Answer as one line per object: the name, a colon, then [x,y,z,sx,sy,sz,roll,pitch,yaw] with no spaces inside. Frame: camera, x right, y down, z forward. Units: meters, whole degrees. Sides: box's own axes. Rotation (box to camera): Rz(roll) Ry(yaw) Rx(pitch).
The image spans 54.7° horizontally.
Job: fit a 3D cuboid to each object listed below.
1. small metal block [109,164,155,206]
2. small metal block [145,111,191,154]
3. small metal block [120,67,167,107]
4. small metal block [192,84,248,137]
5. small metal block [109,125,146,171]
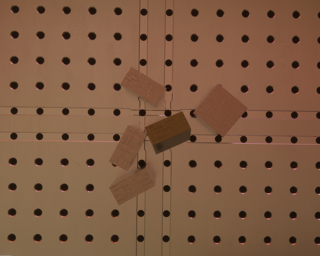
small metal block: [-0.034,0.071,0.401,0.050,0.050,0.025,-29,90,0]
small metal block: [0.011,0.007,0.397,0.050,0.050,0.025,-24,72,-4]
small metal block: [-0.020,-0.051,0.401,0.050,0.050,0.025,32,90,-1]
small metal block: [0.079,-0.023,0.414,0.050,0.025,0.050,40,90,-1]
small metal block: [-0.039,0.024,0.400,0.025,0.050,0.050,28,90,0]
